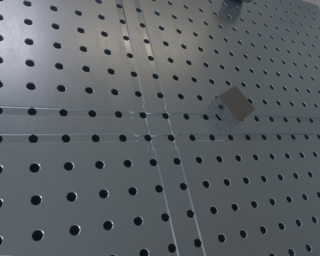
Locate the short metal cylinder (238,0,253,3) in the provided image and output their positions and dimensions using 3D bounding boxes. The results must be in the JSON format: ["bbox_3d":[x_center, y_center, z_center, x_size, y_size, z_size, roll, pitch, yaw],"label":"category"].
[{"bbox_3d":[0.180,-0.317,0.663,0.050,0.080,0.080,12,57,-22],"label":"short metal cylinder"}]

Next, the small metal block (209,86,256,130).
[{"bbox_3d":[0.115,-0.033,0.490,0.050,0.025,0.050,-31,79,-38],"label":"small metal block"}]
